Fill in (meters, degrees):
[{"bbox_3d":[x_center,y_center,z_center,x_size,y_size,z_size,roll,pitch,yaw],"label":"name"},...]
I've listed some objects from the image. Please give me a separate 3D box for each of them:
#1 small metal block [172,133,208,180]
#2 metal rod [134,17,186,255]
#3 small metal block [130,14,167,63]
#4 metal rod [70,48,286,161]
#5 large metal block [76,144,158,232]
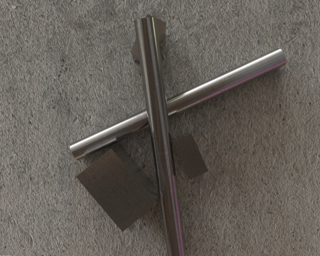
[{"bbox_3d":[0.037,0.034,0.398,0.025,0.050,0.050,-24,90,0],"label":"small metal block"},{"bbox_3d":[0.002,0.022,0.381,0.025,0.025,0.298,-8,102,0],"label":"metal rod"},{"bbox_3d":[-0.014,-0.109,0.397,0.025,0.050,0.050,24,90,0],"label":"small metal block"},{"bbox_3d":[0.024,-0.032,0.410,0.301,0.025,0.025,-25,90,-1],"label":"metal rod"},{"bbox_3d":[-0.048,0.068,0.382,0.050,0.080,0.080,-40,91,0],"label":"large metal block"}]
